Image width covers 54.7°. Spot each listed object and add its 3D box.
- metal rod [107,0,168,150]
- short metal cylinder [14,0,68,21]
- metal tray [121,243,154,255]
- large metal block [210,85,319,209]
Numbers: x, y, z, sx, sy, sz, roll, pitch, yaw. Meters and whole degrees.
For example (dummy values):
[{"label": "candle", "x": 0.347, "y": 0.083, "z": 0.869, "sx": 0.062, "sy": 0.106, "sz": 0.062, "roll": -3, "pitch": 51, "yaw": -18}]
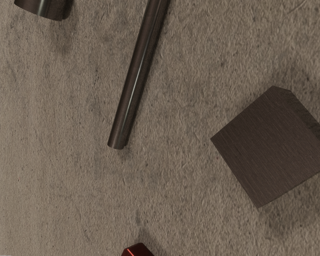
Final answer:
[{"label": "metal rod", "x": -0.021, "y": -0.111, "z": 0.419, "sx": 0.025, "sy": 0.025, "sz": 0.298, "roll": 29, "pitch": 108, "yaw": 36}, {"label": "short metal cylinder", "x": -0.202, "y": -0.224, "z": 0.532, "sx": 0.080, "sy": 0.081, "sz": 0.050, "roll": 37, "pitch": 113, "yaw": 33}, {"label": "metal tray", "x": -0.032, "y": 0.238, "z": 0.426, "sx": 0.090, "sy": 0.030, "sz": 0.129, "roll": 37, "pitch": 112, "yaw": 33}, {"label": "large metal block", "x": 0.110, "y": 0.018, "z": 0.297, "sx": 0.080, "sy": 0.050, "sz": 0.080, "roll": -45, "pitch": 63, "yaw": 30}]
